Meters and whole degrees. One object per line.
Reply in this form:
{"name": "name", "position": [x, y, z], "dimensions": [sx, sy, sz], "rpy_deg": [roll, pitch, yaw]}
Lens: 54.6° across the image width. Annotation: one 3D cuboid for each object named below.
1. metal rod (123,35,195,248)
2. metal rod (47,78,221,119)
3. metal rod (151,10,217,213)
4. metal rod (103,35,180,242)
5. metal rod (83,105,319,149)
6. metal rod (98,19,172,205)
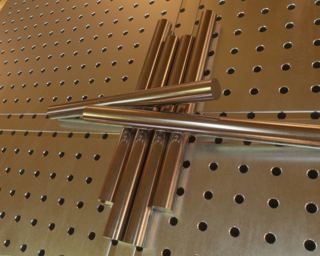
{"name": "metal rod", "position": [0.007, -0.001, 0.407], "dimensions": [0.025, 0.025, 0.300], "rpy_deg": [1, 62, 29]}
{"name": "metal rod", "position": [-0.058, -0.035, 0.432], "dimensions": [0.300, 0.025, 0.025], "rpy_deg": [-4, 60, 36]}
{"name": "metal rod", "position": [0.039, -0.040, 0.412], "dimensions": [0.025, 0.025, 0.300], "rpy_deg": [1, 62, 29]}
{"name": "metal rod", "position": [-0.017, -0.003, 0.419], "dimensions": [0.025, 0.025, 0.300], "rpy_deg": [2, 62, 29]}
{"name": "metal rod", "position": [0.044, -0.004, 0.362], "dimensions": [0.301, 0.025, 0.025], "rpy_deg": [6, 65, 21]}
{"name": "metal rod", "position": [-0.029, -0.039, 0.447], "dimensions": [0.025, 0.025, 0.300], "rpy_deg": [1, 62, 29]}
